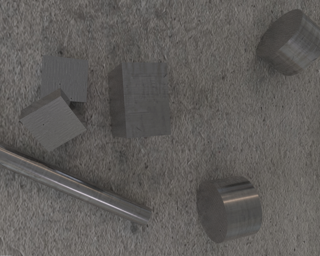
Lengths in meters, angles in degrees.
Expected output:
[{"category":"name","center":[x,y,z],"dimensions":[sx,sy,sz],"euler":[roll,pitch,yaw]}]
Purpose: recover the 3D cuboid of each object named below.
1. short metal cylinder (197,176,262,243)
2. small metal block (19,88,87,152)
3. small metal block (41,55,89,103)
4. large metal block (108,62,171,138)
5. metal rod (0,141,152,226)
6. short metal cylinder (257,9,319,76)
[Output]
[{"category":"short metal cylinder","center":[0.090,0.107,0.414],"dimensions":[0.050,0.080,0.079],"euler":[-6,92,-20]},{"category":"small metal block","center":[-0.119,-0.009,0.350],"dimensions":[0.050,0.025,0.050],"euler":[-31,123,-1]},{"category":"small metal block","center":[-0.113,-0.056,0.367],"dimensions":[0.050,0.025,0.050],"euler":[3,89,-20]},{"category":"large metal block","center":[-0.028,-0.031,0.370],"dimensions":[0.050,0.080,0.079],"euler":[-4,92,-20]},{"category":"metal rod","center":[-0.144,0.047,0.356],"dimensions":[0.301,0.025,0.025],"euler":[29,81,-18]},{"category":"short metal cylinder","center":[0.190,-0.123,0.450],"dimensions":[0.050,0.080,0.080],"euler":[32,80,-18]}]
